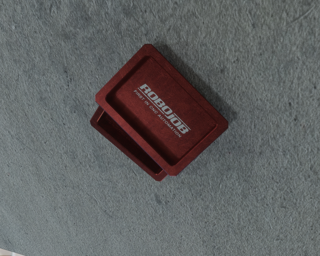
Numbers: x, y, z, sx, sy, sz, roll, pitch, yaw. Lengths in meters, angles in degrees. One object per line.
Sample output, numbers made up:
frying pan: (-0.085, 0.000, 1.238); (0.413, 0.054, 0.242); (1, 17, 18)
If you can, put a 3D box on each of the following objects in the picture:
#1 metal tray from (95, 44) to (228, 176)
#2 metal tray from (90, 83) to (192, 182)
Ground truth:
metal tray: (0.002, -0.020, 0.359); (0.090, 0.030, 0.130); (-45, 91, 8)
metal tray: (-0.022, 0.002, 0.416); (0.130, 0.030, 0.089); (41, 129, 0)
